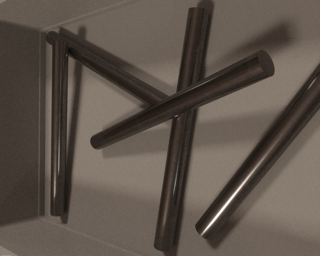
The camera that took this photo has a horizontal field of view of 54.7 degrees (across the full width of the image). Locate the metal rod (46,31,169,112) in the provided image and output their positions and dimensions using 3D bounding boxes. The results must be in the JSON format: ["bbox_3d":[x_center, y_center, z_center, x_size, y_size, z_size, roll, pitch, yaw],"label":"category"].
[{"bbox_3d":[-0.093,-0.096,0.480,0.300,0.025,0.025,34,111,34],"label":"metal rod"}]

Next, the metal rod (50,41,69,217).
[{"bbox_3d":[-0.172,0.007,0.527,0.025,0.025,0.298,13,103,39],"label":"metal rod"}]

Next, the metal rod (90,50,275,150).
[{"bbox_3d":[-0.003,-0.017,0.377,0.299,0.025,0.025,-22,76,46],"label":"metal rod"}]

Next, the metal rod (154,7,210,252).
[{"bbox_3d":[0.025,0.007,0.384,0.025,0.025,0.298,14,98,39],"label":"metal rod"}]

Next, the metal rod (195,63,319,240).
[{"bbox_3d":[0.123,0.002,0.304,0.025,0.025,0.298,45,117,30],"label":"metal rod"}]
